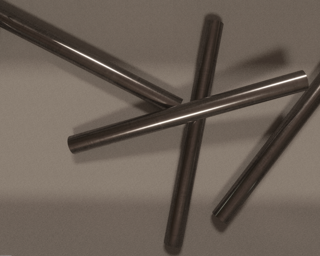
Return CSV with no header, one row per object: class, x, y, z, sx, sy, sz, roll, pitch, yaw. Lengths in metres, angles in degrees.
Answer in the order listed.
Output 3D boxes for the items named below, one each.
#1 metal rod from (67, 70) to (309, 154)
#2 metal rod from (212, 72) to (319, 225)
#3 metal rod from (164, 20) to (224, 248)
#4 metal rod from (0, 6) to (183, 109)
metal rod,0.027,-0.017,0.389,0.301,0.025,0.025,-15,90,8
metal rod,0.171,0.002,0.413,0.025,0.025,0.300,38,90,-1
metal rod,0.045,0.007,0.412,0.025,0.025,0.298,11,90,-1
metal rod,-0.109,-0.095,0.409,0.301,0.025,0.025,27,90,-1
